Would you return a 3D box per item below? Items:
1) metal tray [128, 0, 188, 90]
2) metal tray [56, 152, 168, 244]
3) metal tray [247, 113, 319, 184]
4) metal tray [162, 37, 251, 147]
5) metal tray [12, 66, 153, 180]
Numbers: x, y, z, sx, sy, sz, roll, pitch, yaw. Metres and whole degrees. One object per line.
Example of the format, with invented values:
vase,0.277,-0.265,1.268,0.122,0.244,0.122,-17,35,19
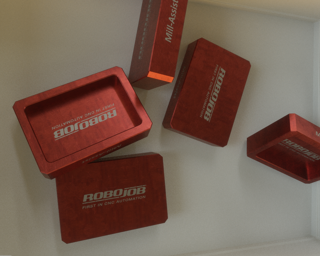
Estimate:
metal tray,-0.003,-0.116,0.375,0.030,0.090,0.129,11,86,-20
metal tray,-0.059,0.083,0.387,0.131,0.030,0.089,-6,92,-20
metal tray,0.205,0.035,0.451,0.131,0.090,0.030,24,54,-19
metal tray,0.067,-0.047,0.434,0.091,0.030,0.129,21,83,-19
metal tray,-0.086,-0.009,0.359,0.131,0.030,0.090,-24,75,-19
